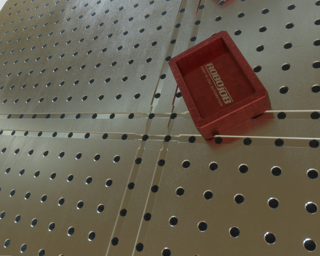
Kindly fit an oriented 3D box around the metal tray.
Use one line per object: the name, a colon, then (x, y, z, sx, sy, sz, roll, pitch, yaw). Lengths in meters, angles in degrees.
metal tray: (0.072, -0.060, 0.404, 0.090, 0.030, 0.130, -27, 52, 11)
